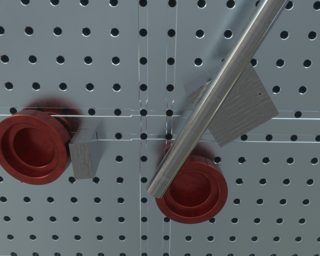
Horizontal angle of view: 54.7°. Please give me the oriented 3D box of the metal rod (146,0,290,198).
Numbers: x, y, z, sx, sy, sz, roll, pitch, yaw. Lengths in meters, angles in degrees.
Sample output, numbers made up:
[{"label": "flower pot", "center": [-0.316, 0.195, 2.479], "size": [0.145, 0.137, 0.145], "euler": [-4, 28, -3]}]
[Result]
[{"label": "metal rod", "center": [0.066, -0.043, 0.344], "size": [0.025, 0.025, 0.298], "euler": [27, 108, -10]}]

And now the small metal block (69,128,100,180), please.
[{"label": "small metal block", "center": [-0.099, 0.033, 0.411], "size": [0.025, 0.050, 0.050], "euler": [-4, 110, -1]}]

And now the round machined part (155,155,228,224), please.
[{"label": "round machined part", "center": [0.042, 0.082, 0.435], "size": [0.099, 0.042, 0.097], "euler": [0, 110, 0]}]

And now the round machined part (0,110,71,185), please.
[{"label": "round machined part", "center": [-0.160, 0.022, 0.406], "size": [0.099, 0.042, 0.097], "euler": [3, 111, 7]}]

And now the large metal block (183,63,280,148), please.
[{"label": "large metal block", "center": [0.087, -0.036, 0.388], "size": [0.080, 0.050, 0.080], "euler": [-32, 107, 11]}]
